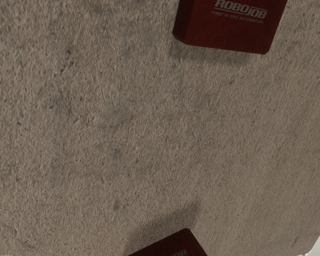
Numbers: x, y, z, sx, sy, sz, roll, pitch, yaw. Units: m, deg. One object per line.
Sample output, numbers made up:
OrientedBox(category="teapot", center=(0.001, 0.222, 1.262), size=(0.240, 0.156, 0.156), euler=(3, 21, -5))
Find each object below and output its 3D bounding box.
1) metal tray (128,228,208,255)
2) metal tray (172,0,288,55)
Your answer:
OrientedBox(category="metal tray", center=(0.013, 0.235, 0.519), size=(0.131, 0.090, 0.030), euler=(-20, 126, -17))
OrientedBox(category="metal tray", center=(0.087, -0.140, 0.366), size=(0.131, 0.030, 0.089), euler=(-1, 119, -28))
